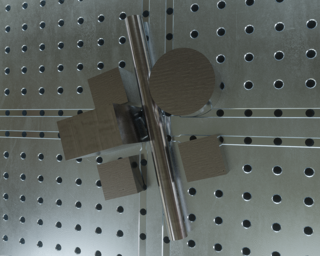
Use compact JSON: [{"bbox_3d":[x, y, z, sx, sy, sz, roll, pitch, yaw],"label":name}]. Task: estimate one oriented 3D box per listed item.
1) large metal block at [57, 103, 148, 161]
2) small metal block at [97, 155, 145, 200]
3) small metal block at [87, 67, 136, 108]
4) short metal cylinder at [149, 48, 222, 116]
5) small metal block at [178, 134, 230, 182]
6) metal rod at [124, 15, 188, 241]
[{"bbox_3d":[-0.072,0.005,0.406,0.080,0.080,0.050,-16,85,19],"label":"large metal block"},{"bbox_3d":[-0.054,0.069,0.431,0.050,0.025,0.050,-16,85,19],"label":"small metal block"},{"bbox_3d":[-0.068,-0.052,0.435,0.050,0.025,0.050,-18,84,18],"label":"small metal block"},{"bbox_3d":[0.033,-0.054,0.387,0.080,0.050,0.079,0,90,19],"label":"short metal cylinder"},{"bbox_3d":[0.055,0.038,0.392,0.050,0.025,0.050,-15,85,19],"label":"small metal block"},{"bbox_3d":[-0.006,-0.004,0.413,0.025,0.025,0.298,-13,86,19],"label":"metal rod"}]
